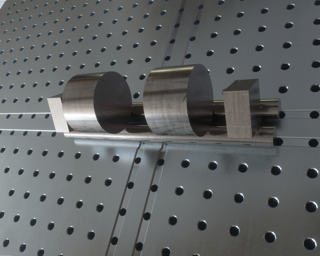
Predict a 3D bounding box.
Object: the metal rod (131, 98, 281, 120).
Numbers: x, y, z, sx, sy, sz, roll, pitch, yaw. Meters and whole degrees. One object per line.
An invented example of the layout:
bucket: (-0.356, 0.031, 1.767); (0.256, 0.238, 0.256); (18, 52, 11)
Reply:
metal rod: (0.003, -0.024, 0.421); (0.300, 0.025, 0.025); (1, 62, 28)

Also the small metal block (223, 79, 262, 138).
small metal block: (0.089, -0.022, 0.329); (0.025, 0.050, 0.050); (0, 21, 29)

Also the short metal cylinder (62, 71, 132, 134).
short metal cylinder: (-0.080, -0.032, 0.407); (0.050, 0.080, 0.080); (1, 62, 29)

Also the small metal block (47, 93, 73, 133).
small metal block: (-0.129, -0.026, 0.447); (0.025, 0.050, 0.050); (1, 20, 29)

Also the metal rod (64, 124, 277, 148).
metal rod: (-0.007, 0.007, 0.408); (0.300, 0.025, 0.025); (1, 62, 28)

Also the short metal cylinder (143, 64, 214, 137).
short metal cylinder: (0.023, -0.030, 0.351); (0.050, 0.080, 0.080); (1, 62, 29)
